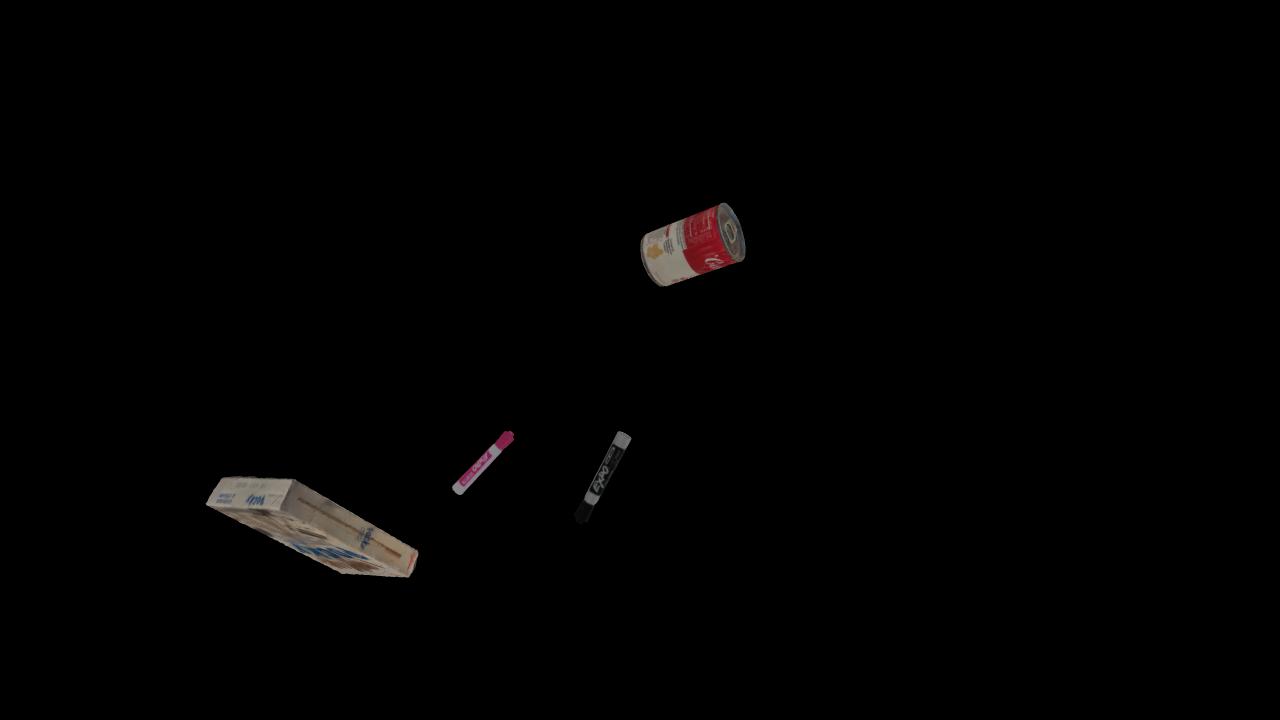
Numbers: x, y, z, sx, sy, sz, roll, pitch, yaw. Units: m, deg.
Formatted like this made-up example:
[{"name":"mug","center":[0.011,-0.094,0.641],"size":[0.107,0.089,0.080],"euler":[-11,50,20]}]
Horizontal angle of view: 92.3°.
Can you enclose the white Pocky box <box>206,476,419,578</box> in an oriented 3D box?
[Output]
[{"name":"white Pocky box","center":[-0.266,0.142,0.513],"size":[0.084,0.028,0.154],"euler":[-4,-38,22]}]

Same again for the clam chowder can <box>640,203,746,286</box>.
[{"name":"clam chowder can","center":[0.060,-0.129,0.700],"size":[0.102,0.068,0.068],"euler":[-15,-7,30]}]

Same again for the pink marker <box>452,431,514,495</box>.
[{"name":"pink marker","center":[-0.227,0.149,0.896],"size":[0.020,0.121,0.020],"euler":[44,6,-6]}]

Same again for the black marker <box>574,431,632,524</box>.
[{"name":"black marker","center":[-0.046,0.142,0.738],"size":[0.020,0.121,0.020],"euler":[28,4,-2]}]
